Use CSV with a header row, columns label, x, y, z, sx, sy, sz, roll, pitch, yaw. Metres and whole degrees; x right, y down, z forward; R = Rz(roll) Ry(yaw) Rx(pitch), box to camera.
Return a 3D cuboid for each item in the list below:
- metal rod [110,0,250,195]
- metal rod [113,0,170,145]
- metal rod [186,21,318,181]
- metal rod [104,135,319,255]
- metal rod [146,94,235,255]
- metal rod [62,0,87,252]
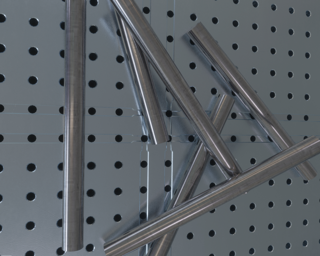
label,x,y,z,sx,sy,sz,roll,pitch,yaw
metal rod,0.033,-0.037,0.396,0.025,0.025,0.299,-38,102,-16
metal rod,-0.039,-0.125,0.397,0.025,0.025,0.299,-17,96,-19
metal rod,0.144,-0.032,0.465,0.025,0.025,0.300,-46,104,-14
metal rod,0.069,0.089,0.395,0.301,0.025,0.025,-27,100,-2
metal rod,0.033,0.091,0.424,0.025,0.025,0.299,28,81,-18
metal rod,-0.103,-0.005,0.374,0.025,0.025,0.298,1,90,-20
